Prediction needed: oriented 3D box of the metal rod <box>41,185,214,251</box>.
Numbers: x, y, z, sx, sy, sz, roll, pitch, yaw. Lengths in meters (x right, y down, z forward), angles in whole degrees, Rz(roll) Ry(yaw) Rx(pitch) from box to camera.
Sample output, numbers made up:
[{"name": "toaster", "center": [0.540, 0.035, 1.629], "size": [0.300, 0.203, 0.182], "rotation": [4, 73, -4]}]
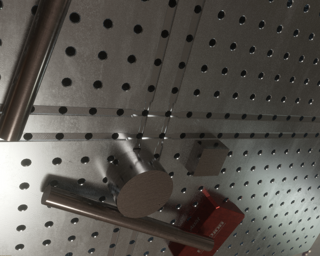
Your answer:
[{"name": "metal rod", "center": [-0.028, 0.143, 0.464], "size": [0.301, 0.025, 0.025], "rotation": [28, 103, -31]}]

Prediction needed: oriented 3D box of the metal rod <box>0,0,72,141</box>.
[{"name": "metal rod", "center": [-0.095, -0.119, 0.285], "size": [0.025, 0.025, 0.298], "rotation": [15, 110, -35]}]

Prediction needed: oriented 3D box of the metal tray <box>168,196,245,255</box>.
[{"name": "metal tray", "center": [0.088, 0.194, 0.579], "size": [0.090, 0.030, 0.129], "rotation": [27, 104, -38]}]

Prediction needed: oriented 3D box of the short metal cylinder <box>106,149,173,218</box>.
[{"name": "short metal cylinder", "center": [-0.029, 0.077, 0.428], "size": [0.081, 0.050, 0.079], "rotation": [-14, 125, -21]}]

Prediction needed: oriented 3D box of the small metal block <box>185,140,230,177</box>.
[{"name": "small metal block", "center": [0.073, 0.047, 0.483], "size": [0.050, 0.025, 0.050], "rotation": [4, 117, -31]}]
